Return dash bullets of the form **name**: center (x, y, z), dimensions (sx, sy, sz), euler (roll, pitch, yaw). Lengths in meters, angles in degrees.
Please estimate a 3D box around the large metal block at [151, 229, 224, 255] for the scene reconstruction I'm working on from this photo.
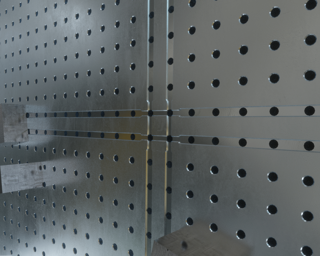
- **large metal block**: center (0.031, 0.182, 0.368), dimensions (0.080, 0.050, 0.080), euler (19, 102, 38)

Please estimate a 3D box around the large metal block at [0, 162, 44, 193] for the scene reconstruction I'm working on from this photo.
- **large metal block**: center (-0.291, 0.100, 0.617), dimensions (0.080, 0.081, 0.050), euler (-13, 82, 39)

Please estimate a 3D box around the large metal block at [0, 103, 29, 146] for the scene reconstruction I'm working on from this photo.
- **large metal block**: center (-0.331, -0.004, 0.669), dimensions (0.080, 0.050, 0.080), euler (-12, 82, 39)
